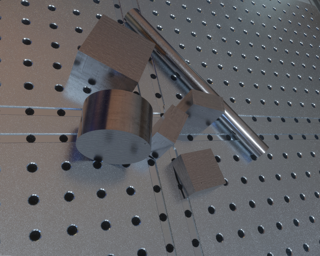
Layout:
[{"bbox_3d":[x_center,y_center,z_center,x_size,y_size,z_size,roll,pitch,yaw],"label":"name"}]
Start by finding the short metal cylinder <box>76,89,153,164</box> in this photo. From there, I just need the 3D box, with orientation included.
[{"bbox_3d":[-0.049,0.001,0.347,0.081,0.080,0.050,15,56,-20],"label":"short metal cylinder"}]

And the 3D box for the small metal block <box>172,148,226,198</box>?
[{"bbox_3d":[0.050,0.058,0.402,0.050,0.025,0.050,-8,66,-32],"label":"small metal block"}]

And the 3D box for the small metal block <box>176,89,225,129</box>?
[{"bbox_3d":[0.056,-0.026,0.440,0.050,0.050,0.025,12,57,-22],"label":"small metal block"}]

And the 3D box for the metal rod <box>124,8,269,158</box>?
[{"bbox_3d":[0.054,-0.072,0.483,0.300,0.025,0.025,47,51,4],"label":"metal rod"}]

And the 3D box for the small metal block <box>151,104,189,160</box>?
[{"bbox_3d":[0.006,0.006,0.393,0.025,0.050,0.050,34,51,-7],"label":"small metal block"}]

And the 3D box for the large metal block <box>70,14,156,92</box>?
[{"bbox_3d":[-0.062,-0.092,0.417,0.080,0.050,0.080,27,52,-12],"label":"large metal block"}]
